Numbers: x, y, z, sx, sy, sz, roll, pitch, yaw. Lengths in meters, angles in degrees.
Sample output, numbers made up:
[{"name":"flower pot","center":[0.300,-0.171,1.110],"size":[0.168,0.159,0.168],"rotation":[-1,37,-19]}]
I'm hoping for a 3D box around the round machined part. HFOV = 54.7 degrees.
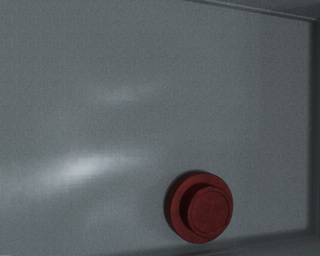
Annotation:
[{"name":"round machined part","center":[0.059,0.111,0.425],"size":[0.099,0.042,0.097],"rotation":[0,90,-21]}]
